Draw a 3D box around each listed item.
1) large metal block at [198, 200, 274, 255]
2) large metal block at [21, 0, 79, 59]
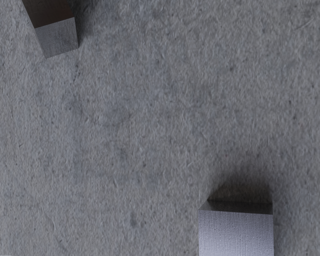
[{"bbox_3d":[0.091,0.132,0.363,0.080,0.050,0.079,-1,90,19],"label":"large metal block"},{"bbox_3d":[-0.154,-0.155,0.425,0.050,0.080,0.080,-24,81,-16],"label":"large metal block"}]
